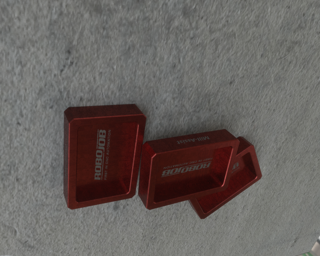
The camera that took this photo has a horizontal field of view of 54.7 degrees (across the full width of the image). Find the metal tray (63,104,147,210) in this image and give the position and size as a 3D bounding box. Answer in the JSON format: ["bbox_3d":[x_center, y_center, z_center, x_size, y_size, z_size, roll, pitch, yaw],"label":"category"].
[{"bbox_3d":[-0.071,0.036,0.388,0.091,0.030,0.129,-5,121,-26],"label":"metal tray"}]

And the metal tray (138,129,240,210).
[{"bbox_3d":[0.039,0.054,0.420,0.131,0.030,0.089,-8,122,-25],"label":"metal tray"}]

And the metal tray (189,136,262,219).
[{"bbox_3d":[0.102,0.084,0.513,0.130,0.030,0.090,-33,129,-7],"label":"metal tray"}]
